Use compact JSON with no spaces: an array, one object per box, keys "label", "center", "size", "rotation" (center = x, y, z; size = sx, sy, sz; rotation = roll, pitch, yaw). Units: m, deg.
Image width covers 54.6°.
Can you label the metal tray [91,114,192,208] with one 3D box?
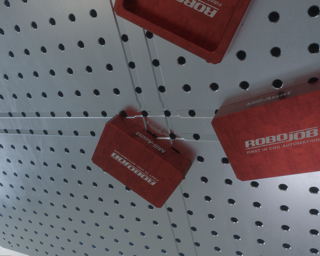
[{"label":"metal tray","center":[-0.031,0.050,0.456],"size":[0.130,0.030,0.089],"rotation":[34,129,5]}]

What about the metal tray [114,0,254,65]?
[{"label":"metal tray","center":[0.024,-0.134,0.312],"size":[0.130,0.030,0.089],"rotation":[29,128,9]}]

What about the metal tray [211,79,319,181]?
[{"label":"metal tray","center":[0.134,0.007,0.342],"size":[0.130,0.030,0.090],"rotation":[-16,110,34]}]
